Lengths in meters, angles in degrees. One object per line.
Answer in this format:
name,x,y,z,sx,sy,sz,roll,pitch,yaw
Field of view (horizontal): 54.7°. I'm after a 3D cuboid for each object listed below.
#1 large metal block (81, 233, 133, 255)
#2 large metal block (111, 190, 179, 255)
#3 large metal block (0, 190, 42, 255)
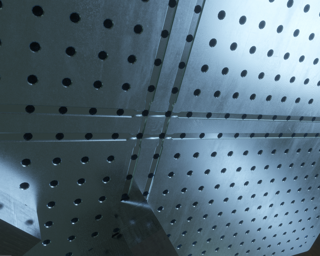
large metal block,-0.066,0.220,0.477,0.080,0.080,0.050,-26,128,-12
large metal block,-0.023,0.154,0.461,0.050,0.080,0.080,-30,129,-10
large metal block,-0.202,0.123,0.361,0.080,0.050,0.080,-39,130,-2
